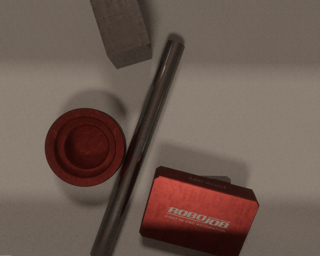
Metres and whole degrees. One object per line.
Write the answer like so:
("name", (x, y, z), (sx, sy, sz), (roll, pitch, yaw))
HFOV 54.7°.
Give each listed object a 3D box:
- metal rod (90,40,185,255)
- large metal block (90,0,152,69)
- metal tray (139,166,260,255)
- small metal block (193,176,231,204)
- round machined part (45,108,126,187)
("metal rod", (-0.030, 0.029, 0.411), (0.025, 0.025, 0.299), (20, 90, -1))
("large metal block", (-0.047, -0.125, 0.383), (0.050, 0.080, 0.080), (-17, 90, 0))
("metal tray", (0.047, 0.109, 0.396), (0.131, 0.030, 0.089), (15, 108, -1))
("small metal block", (0.066, 0.091, 0.412), (0.050, 0.025, 0.050), (1, 90, -1))
("round machined part", (-0.093, 0.024, 0.402), (0.099, 0.042, 0.097), (0, 90, -1))
